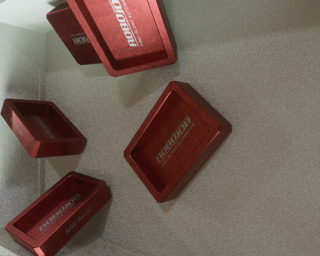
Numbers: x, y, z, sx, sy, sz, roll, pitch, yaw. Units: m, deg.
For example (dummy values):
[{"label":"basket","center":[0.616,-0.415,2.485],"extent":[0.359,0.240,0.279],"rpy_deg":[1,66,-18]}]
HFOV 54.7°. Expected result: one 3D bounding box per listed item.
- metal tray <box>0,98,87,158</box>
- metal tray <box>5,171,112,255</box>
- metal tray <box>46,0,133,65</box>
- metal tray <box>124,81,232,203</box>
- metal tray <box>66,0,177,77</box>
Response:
[{"label":"metal tray","center":[-0.197,-0.002,0.523],"extent":[0.130,0.091,0.030],"rpy_deg":[41,115,32]},{"label":"metal tray","center":[-0.148,0.123,0.460],"extent":[0.090,0.131,0.030],"rpy_deg":[8,128,39]},{"label":"metal tray","center":[-0.092,-0.138,0.441],"extent":[0.130,0.090,0.030],"rpy_deg":[5,48,39]},{"label":"metal tray","center":[0.016,0.018,0.388],"extent":[0.090,0.030,0.129],"rpy_deg":[49,119,28]},{"label":"metal tray","center":[-0.040,-0.122,0.355],"extent":[0.090,0.130,0.030],"rpy_deg":[-11,50,14]}]
